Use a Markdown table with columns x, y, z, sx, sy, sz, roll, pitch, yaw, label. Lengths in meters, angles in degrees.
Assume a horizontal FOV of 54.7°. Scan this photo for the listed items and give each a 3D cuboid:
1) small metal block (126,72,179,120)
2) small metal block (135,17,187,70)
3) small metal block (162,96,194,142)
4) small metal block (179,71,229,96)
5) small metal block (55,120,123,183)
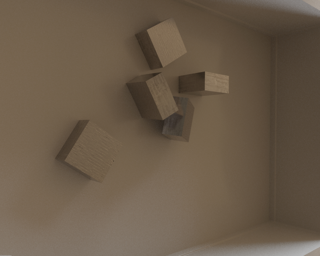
| x | y | z | sx | sy | sz | roll | pitch | yaw | label |
| --- | --- | --- | --- | --- | --- | --- | --- | --- | --- |
| -0.010 | -0.039 | 0.379 | 0.025 | 0.050 | 0.050 | -34 | 111 | -26 | small metal block |
| 0.002 | -0.111 | 0.408 | 0.050 | 0.025 | 0.050 | -39 | 114 | -33 | small metal block |
| 0.026 | -0.011 | 0.413 | 0.050 | 0.025 | 0.050 | 37 | 63 | -71 | small metal block |
| 0.062 | -0.062 | 0.442 | 0.050 | 0.050 | 0.025 | 1 | 90 | -40 | small metal block |
| -0.077 | 0.026 | 0.342 | 0.050 | 0.025 | 0.050 | 41 | 65 | -33 | small metal block |
